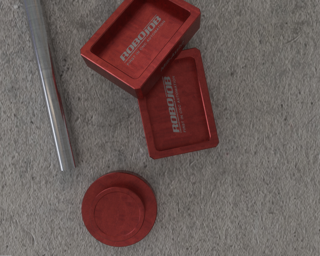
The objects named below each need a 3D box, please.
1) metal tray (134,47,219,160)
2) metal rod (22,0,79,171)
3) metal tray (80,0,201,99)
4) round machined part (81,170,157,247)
[{"bbox_3d":[0.019,-0.031,0.407,0.091,0.030,0.129,-12,90,0],"label":"metal tray"},{"bbox_3d":[-0.151,-0.092,0.408,0.025,0.025,0.298,-12,90,0],"label":"metal rod"},{"bbox_3d":[-0.022,-0.111,0.383,0.090,0.030,0.130,34,77,13],"label":"metal tray"},{"bbox_3d":[-0.053,0.106,0.401,0.099,0.042,0.097,0,90,0],"label":"round machined part"}]
